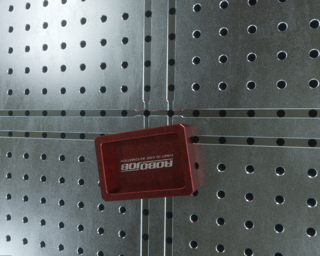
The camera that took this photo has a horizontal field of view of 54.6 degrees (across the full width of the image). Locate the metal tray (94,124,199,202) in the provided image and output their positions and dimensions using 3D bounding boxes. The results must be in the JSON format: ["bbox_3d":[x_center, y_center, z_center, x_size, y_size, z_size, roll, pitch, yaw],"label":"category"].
[{"bbox_3d":[-0.020,0.047,0.417,0.130,0.030,0.090,-9,87,19],"label":"metal tray"}]
